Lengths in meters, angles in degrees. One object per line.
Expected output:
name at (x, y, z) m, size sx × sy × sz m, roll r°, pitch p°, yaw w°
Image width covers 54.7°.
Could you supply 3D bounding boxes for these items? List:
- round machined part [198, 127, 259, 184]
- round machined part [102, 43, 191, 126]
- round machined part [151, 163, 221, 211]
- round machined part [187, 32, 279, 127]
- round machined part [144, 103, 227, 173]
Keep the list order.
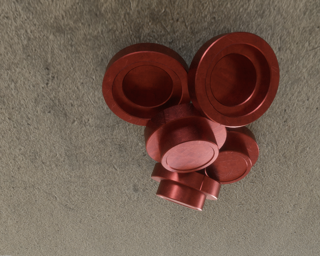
round machined part at (0.089, 0.042, 0.434) m, size 0.099 × 0.042 × 0.097 m, roll -1°, pitch 130°, yaw 0°
round machined part at (-0.014, -0.052, 0.353) m, size 0.099 × 0.042 × 0.097 m, roll -1°, pitch 130°, yaw 0°
round machined part at (0.033, 0.086, 0.438) m, size 0.098 × 0.042 × 0.098 m, roll 18°, pitch 165°, yaw 6°
round machined part at (0.075, -0.053, 0.336) m, size 0.099 × 0.042 × 0.097 m, roll -5°, pitch 105°, yaw -17°
round machined part at (0.032, 0.019, 0.371) m, size 0.099 × 0.042 × 0.097 m, roll -7°, pitch 141°, yaw -5°
